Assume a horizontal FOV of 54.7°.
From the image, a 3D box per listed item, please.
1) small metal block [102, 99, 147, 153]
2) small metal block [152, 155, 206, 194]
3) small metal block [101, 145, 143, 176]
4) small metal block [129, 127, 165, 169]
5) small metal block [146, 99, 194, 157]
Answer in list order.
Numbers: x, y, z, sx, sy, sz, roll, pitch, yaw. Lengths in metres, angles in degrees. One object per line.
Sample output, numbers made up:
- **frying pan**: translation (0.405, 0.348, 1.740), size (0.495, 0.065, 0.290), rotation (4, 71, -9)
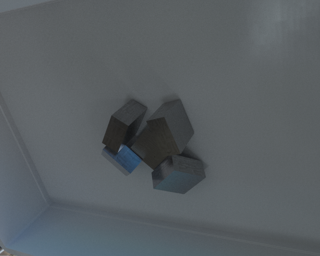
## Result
- **small metal block**: translation (-0.047, -0.003, 0.411), size (0.025, 0.050, 0.050), rotation (32, 128, 7)
- **small metal block**: translation (0.024, 0.063, 0.415), size (0.050, 0.025, 0.050), rotation (16, 135, -29)
- **small metal block**: translation (-0.056, 0.042, 0.445), size (0.050, 0.025, 0.050), rotation (41, 162, -1)
- **small metal block**: translation (-0.006, 0.025, 0.423), size (0.050, 0.025, 0.050), rotation (41, 129, 0)
- **small metal block**: translation (0.014, -0.001, 0.381), size (0.025, 0.050, 0.050), rotation (-12, 112, 32)
